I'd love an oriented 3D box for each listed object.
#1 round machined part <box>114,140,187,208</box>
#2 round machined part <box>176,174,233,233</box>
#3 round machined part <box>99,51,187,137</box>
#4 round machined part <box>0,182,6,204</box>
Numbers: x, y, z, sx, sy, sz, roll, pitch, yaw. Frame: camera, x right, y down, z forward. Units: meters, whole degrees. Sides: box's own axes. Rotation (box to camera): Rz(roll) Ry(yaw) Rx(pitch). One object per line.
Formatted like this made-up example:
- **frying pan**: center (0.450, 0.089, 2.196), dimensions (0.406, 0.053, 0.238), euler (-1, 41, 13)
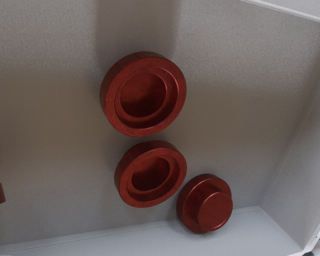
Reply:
- **round machined part**: center (-0.016, 0.058, 0.425), dimensions (0.099, 0.042, 0.097), euler (-14, 124, -21)
- **round machined part**: center (0.079, 0.128, 0.505), dimensions (0.099, 0.042, 0.097), euler (-8, 107, -27)
- **round machined part**: center (-0.022, -0.042, 0.360), dimensions (0.099, 0.042, 0.097), euler (-14, 124, -21)
- **round machined part**: center (-0.209, 0.068, 0.302), dimensions (0.099, 0.098, 0.042), euler (-15, 86, -20)
